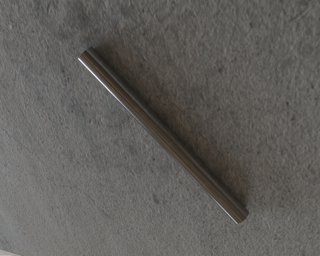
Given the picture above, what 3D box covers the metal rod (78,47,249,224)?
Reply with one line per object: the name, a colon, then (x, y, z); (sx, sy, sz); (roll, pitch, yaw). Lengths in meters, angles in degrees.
metal rod: (0.008, 0.013, 0.409); (0.300, 0.025, 0.025); (46, 129, -5)
